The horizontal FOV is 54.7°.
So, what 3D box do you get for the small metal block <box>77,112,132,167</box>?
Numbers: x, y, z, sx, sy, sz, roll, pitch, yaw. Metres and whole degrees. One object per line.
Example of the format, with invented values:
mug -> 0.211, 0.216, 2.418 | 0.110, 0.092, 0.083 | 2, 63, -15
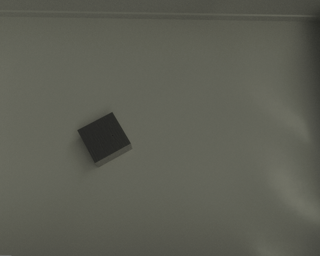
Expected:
small metal block -> -0.071, 0.015, 0.403 | 0.050, 0.025, 0.050 | -29, 73, -11
